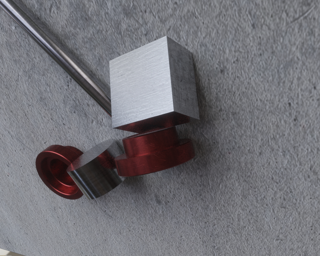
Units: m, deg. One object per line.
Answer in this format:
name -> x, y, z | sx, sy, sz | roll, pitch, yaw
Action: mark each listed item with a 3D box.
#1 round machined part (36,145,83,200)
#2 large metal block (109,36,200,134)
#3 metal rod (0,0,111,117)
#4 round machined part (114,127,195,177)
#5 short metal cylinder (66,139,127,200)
round machined part -> -0.155, 0.069, 0.520 | 0.098, 0.042, 0.097 | 13, 124, 21
large metal block -> -0.008, -0.043, 0.343 | 0.080, 0.050, 0.080 | -14, 73, 34
metal rod -> -0.162, -0.128, 0.413 | 0.300, 0.025, 0.025 | 45, 129, -4
round machined part -> -0.009, 0.025, 0.384 | 0.098, 0.099, 0.042 | -12, 93, 33
short metal cylinder -> -0.088, 0.059, 0.454 | 0.080, 0.080, 0.050 | -22, 107, 36
